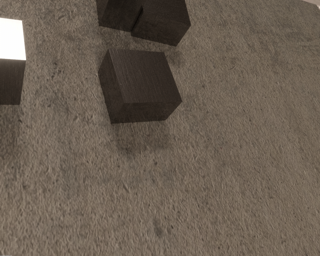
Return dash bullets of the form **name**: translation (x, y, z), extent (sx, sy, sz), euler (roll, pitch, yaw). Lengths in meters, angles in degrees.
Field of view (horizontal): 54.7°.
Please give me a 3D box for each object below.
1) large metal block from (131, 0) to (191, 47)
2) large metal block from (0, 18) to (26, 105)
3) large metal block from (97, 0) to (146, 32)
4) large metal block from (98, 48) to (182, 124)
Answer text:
- **large metal block**: translation (-0.004, -0.187, 0.502), extent (0.081, 0.050, 0.080), euler (6, 59, -26)
- **large metal block**: translation (-0.183, -0.065, 0.310), extent (0.081, 0.080, 0.050), euler (-2, 63, -30)
- **large metal block**: translation (-0.059, -0.206, 0.464), extent (0.050, 0.080, 0.080), euler (4, 60, -27)
- **large metal block**: translation (-0.028, -0.055, 0.407), extent (0.081, 0.050, 0.080), euler (-4, 64, -31)
